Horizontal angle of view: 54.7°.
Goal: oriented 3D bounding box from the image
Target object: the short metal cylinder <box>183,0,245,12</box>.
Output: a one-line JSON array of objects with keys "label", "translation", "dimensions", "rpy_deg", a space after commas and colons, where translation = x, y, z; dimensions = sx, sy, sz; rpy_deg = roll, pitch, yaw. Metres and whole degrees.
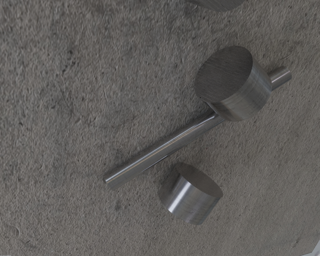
[{"label": "short metal cylinder", "translation": [0.055, -0.166, 0.318], "dimensions": [0.081, 0.050, 0.079], "rpy_deg": [-14, 124, -21]}]

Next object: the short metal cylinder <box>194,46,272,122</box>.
[{"label": "short metal cylinder", "translation": [0.090, -0.055, 0.387], "dimensions": [0.050, 0.080, 0.080], "rpy_deg": [34, 99, -39]}]

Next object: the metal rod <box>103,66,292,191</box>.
[{"label": "metal rod", "translation": [0.058, -0.004, 0.436], "dimensions": [0.301, 0.025, 0.025], "rpy_deg": [-31, 129, -8]}]

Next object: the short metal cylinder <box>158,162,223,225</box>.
[{"label": "short metal cylinder", "translation": [0.044, 0.095, 0.454], "dimensions": [0.080, 0.080, 0.050], "rpy_deg": [22, 107, -36]}]
